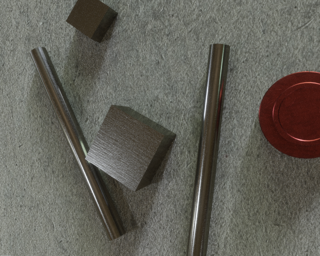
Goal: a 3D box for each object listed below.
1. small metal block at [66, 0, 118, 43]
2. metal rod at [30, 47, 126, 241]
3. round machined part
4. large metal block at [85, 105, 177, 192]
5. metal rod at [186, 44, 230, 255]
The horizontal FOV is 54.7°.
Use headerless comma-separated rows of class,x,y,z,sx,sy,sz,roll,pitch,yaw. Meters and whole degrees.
small metal block,-0.097,-0.158,0.442,0.050,0.025,0.050,37,102,16
metal rod,-0.122,0.017,0.450,0.025,0.025,0.299,-28,81,17
round machined part,0.161,-0.015,0.343,0.098,0.042,0.097,0,90,19
large metal block,-0.038,0.024,0.408,0.080,0.050,0.080,30,100,17
metal rod,0.058,0.047,0.387,0.025,0.025,0.298,7,92,19
